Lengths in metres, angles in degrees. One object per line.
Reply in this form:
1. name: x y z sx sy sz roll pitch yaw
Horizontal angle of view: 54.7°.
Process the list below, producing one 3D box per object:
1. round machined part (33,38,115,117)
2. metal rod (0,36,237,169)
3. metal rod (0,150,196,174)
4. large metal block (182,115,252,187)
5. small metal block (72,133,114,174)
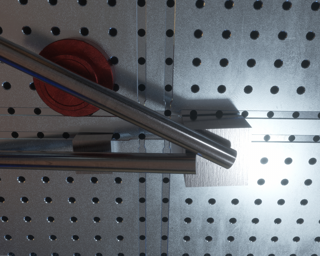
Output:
1. round machined part: -0.107 -0.059 0.381 0.099 0.042 0.097 0 110 -1
2. metal rod: -0.050 -0.027 0.351 0.301 0.025 0.025 26 108 -7
3. metal rod: -0.105 0.043 0.398 0.301 0.025 0.025 0 111 10
4. large metal block: 0.072 0.029 0.409 0.081 0.050 0.079 -2 110 0
5. small metal block: -0.090 0.035 0.426 0.050 0.025 0.050 0 110 -1
